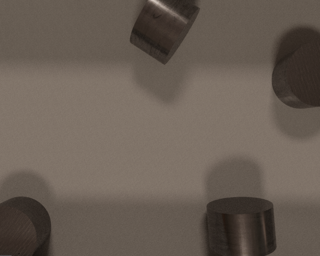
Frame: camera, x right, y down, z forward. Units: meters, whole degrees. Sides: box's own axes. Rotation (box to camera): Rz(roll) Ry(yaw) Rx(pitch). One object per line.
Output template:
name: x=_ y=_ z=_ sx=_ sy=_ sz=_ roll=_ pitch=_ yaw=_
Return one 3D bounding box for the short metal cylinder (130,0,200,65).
short metal cylinder: x=0.006 y=-0.126 z=0.384 sx=0.050 sy=0.080 sz=0.080 roll=33 pitch=90 yaw=0

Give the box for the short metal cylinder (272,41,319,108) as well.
short metal cylinder: x=0.194 y=-0.066 z=0.402 sx=0.081 sy=0.050 sz=0.079 roll=0 pitch=90 yaw=-1

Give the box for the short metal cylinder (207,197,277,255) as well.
short metal cylinder: x=0.101 y=0.120 z=0.385 sx=0.081 sy=0.080 sz=0.050 roll=-5 pitch=90 yaw=-1

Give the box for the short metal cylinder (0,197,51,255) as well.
short metal cylinder: x=-0.189 y=0.133 z=0.397 sx=0.081 sy=0.050 sz=0.079 roll=0 pitch=90 yaw=-1
